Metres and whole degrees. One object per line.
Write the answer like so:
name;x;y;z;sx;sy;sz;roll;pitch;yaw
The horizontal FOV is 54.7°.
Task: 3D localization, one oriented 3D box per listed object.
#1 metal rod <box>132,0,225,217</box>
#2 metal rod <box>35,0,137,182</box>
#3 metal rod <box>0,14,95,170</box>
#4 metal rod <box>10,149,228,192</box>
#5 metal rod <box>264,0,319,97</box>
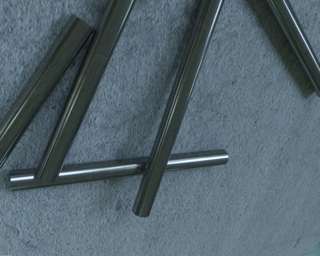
metal rod;0.019;-0.023;0.382;0.025;0.025;0.298;9;108;-32
metal rod;-0.062;-0.076;0.315;0.025;0.025;0.298;18;106;-35
metal rod;-0.164;0.014;0.325;0.025;0.025;0.299;30;102;-38
metal rod;-0.035;0.053;0.420;0.303;0.025;0.025;-3;120;-27
metal rod;0.182;-0.132;0.424;0.025;0.025;0.301;-48;129;6
